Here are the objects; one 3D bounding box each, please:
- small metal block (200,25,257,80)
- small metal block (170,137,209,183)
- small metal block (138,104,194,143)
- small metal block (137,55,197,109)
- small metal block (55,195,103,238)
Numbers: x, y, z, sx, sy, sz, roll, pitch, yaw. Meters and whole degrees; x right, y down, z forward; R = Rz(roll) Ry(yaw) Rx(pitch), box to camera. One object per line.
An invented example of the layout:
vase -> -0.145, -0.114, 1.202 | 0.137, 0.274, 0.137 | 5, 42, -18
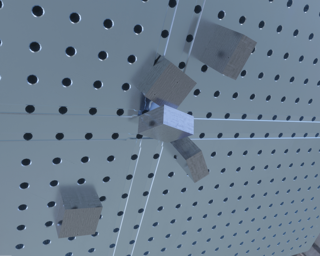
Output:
small metal block -> 0.083, -0.094, 0.384 | 0.025, 0.050, 0.050 | 15, 110, -35
small metal block -> 0.042, 0.042, 0.446 | 0.025, 0.050, 0.050 | -30, 129, -9
small metal block -> 0.008, -0.004, 0.396 | 0.050, 0.050, 0.025 | 19, 64, -36
small metal block -> 0.009, -0.053, 0.385 | 0.050, 0.025, 0.050 | 31, 101, -38
small metal block -> -0.112, 0.121, 0.426 | 0.050, 0.025, 0.050 | 4, 116, -31
